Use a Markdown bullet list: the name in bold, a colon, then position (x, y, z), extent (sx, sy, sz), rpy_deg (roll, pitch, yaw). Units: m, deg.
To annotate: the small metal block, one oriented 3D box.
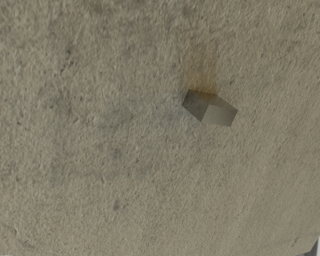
- **small metal block**: position (0.066, -0.027, 0.412), extent (0.050, 0.050, 0.025), rpy_deg (7, 115, -32)
